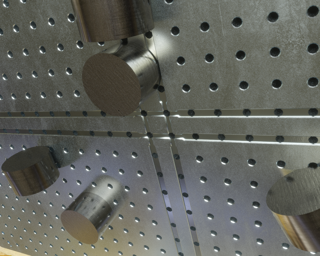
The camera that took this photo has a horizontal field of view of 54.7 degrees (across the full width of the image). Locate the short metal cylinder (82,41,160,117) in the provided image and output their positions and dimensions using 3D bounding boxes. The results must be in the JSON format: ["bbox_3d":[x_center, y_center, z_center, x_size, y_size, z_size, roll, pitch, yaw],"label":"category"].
[{"bbox_3d":[-0.047,-0.061,0.383,0.080,0.050,0.079,13,124,21],"label":"short metal cylinder"}]

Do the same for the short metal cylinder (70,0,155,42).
[{"bbox_3d":[-0.049,-0.125,0.324,0.080,0.080,0.050,5,121,25],"label":"short metal cylinder"}]

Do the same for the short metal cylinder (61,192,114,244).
[{"bbox_3d":[-0.132,0.164,0.567,0.080,0.050,0.079,13,124,21],"label":"short metal cylinder"}]

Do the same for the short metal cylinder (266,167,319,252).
[{"bbox_3d":[0.167,0.087,0.342,0.080,0.080,0.050,-23,106,36],"label":"short metal cylinder"}]

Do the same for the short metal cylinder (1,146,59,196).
[{"bbox_3d":[-0.224,0.073,0.539,0.080,0.080,0.050,0,118,28],"label":"short metal cylinder"}]
